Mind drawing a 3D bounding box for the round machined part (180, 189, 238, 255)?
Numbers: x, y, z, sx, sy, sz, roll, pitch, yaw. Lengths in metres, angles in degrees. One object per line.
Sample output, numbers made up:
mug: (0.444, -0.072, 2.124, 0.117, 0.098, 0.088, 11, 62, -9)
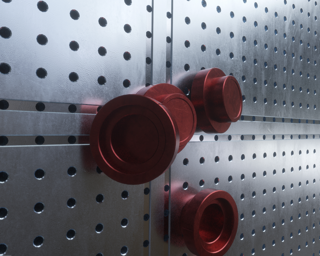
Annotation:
round machined part: (0.068, 0.137, 0.454, 0.099, 0.042, 0.097, 0, 90, -40)

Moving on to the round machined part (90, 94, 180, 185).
round machined part: (-0.026, 0.012, 0.352, 0.042, 0.098, 0.097, -1, 91, -76)

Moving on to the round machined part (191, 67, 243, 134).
round machined part: (0.089, -0.041, 0.457, 0.099, 0.042, 0.098, 8, 80, -53)

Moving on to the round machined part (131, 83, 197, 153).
round machined part: (0.010, -0.010, 0.405, 0.099, 0.042, 0.097, 0, 90, -40)
